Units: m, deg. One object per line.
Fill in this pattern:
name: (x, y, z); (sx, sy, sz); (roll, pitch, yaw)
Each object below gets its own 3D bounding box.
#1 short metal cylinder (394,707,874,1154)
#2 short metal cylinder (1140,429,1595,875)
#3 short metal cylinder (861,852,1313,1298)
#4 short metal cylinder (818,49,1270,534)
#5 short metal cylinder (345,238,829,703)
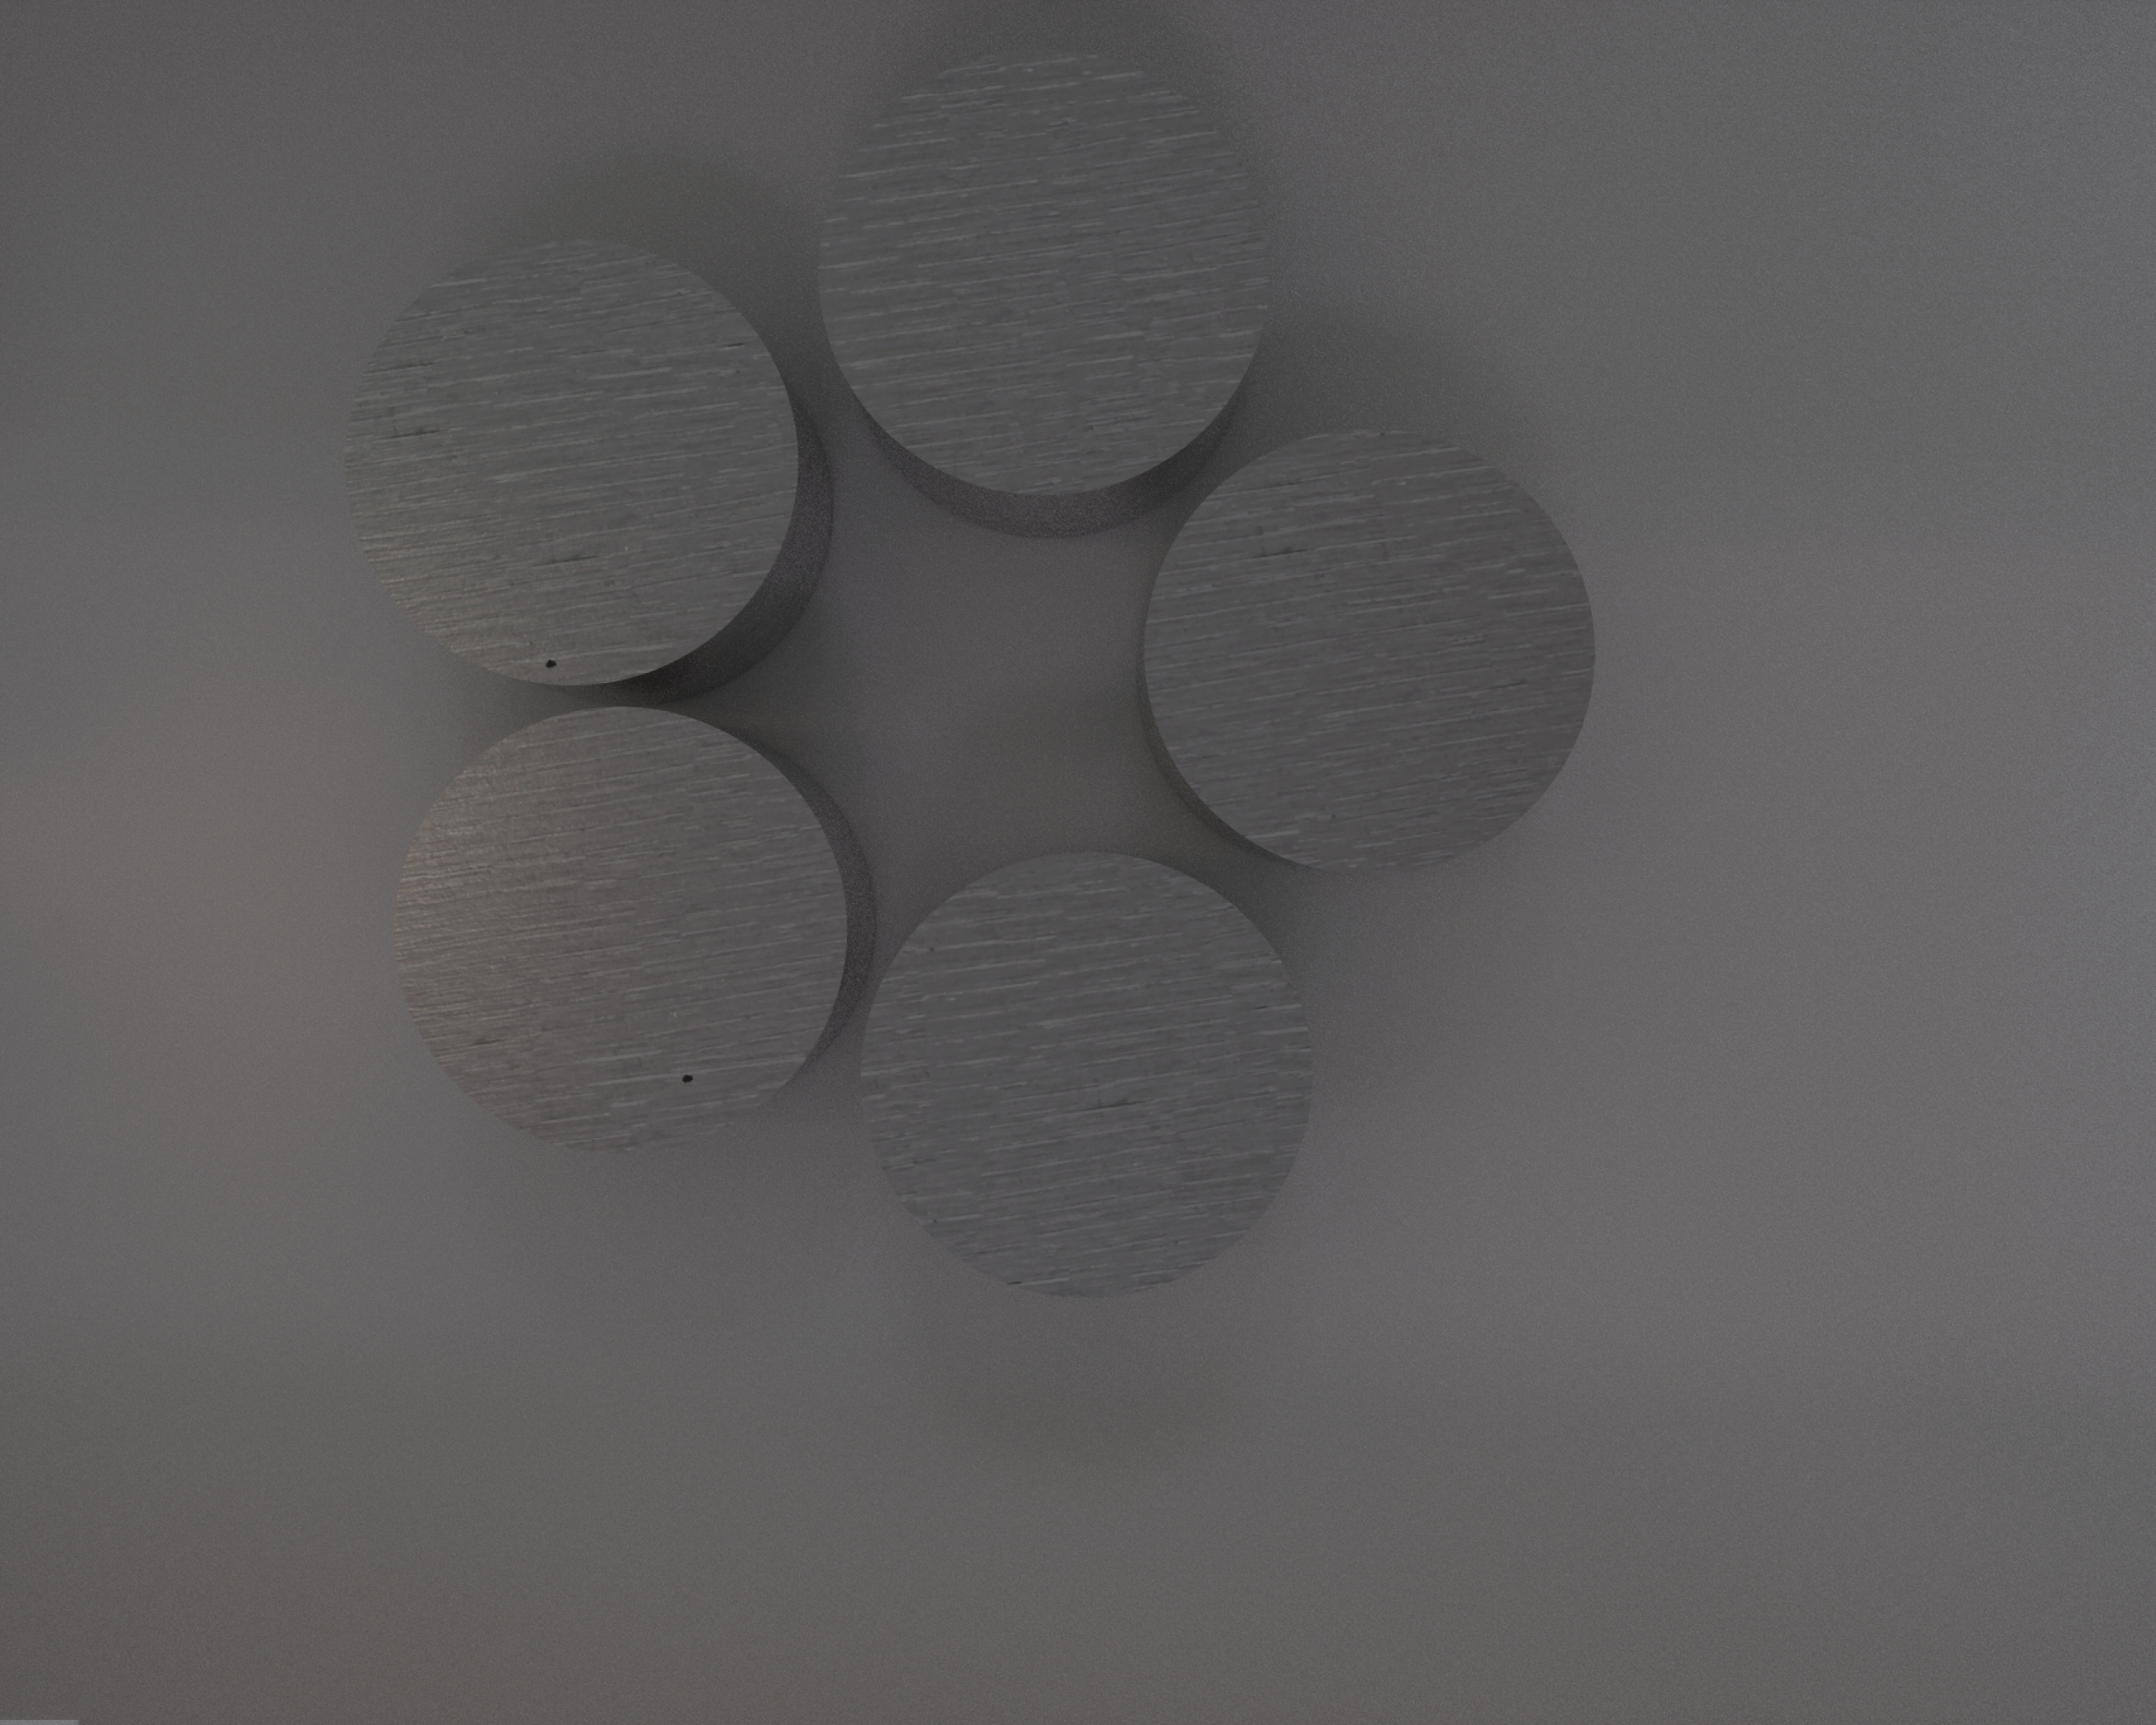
short metal cylinder: (-0.081, 0.012, 0.396); (0.081, 0.050, 0.080); (0, 90, 0)
short metal cylinder: (0.052, -0.038, 0.397); (0.081, 0.050, 0.080); (0, 90, 0)
short metal cylinder: (0.002, 0.038, 0.397); (0.081, 0.050, 0.080); (0, 90, 0)
short metal cylinder: (-0.006, -0.105, 0.397); (0.081, 0.050, 0.080); (0, 90, 0)
short metal cylinder: (-0.090, -0.071, 0.396); (0.081, 0.050, 0.080); (0, 90, 0)
